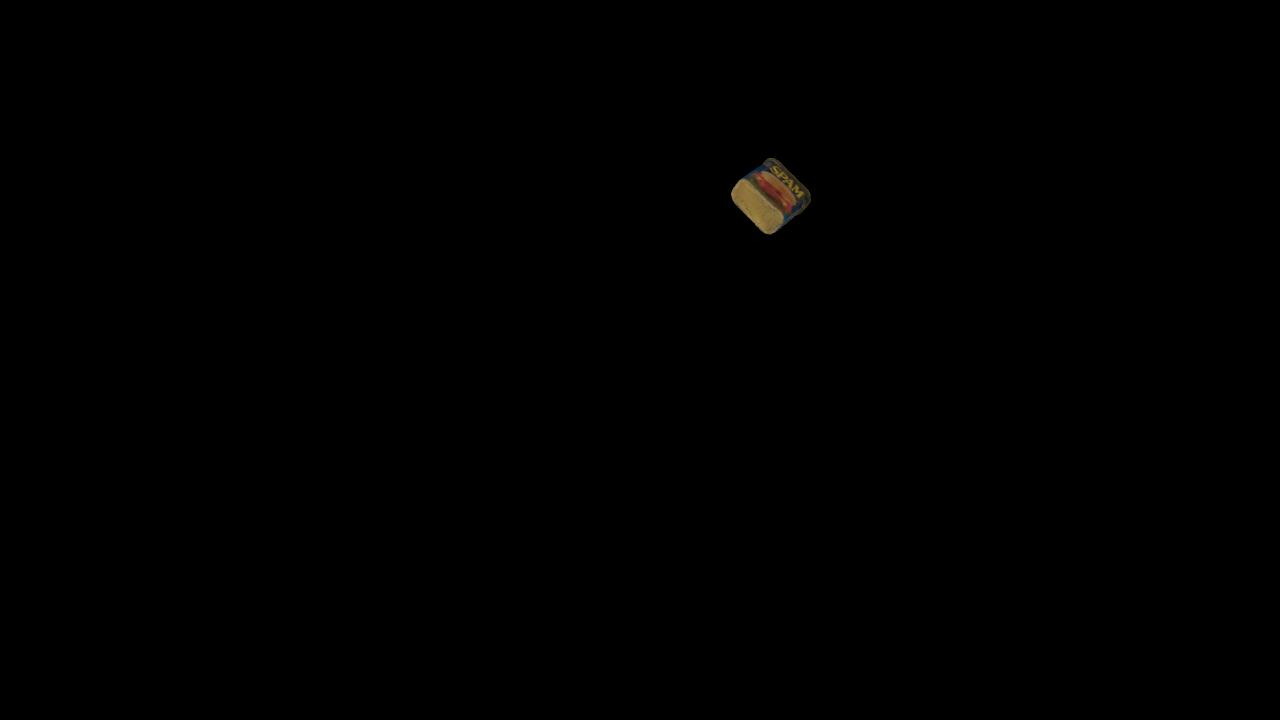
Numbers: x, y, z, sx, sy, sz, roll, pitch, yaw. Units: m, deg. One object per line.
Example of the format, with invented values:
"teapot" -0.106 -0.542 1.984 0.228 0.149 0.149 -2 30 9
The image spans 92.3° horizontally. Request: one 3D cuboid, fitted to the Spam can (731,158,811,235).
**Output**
"Spam can" 0.207 -0.260 0.981 0.085 0.101 0.058 -39 -7 -32
